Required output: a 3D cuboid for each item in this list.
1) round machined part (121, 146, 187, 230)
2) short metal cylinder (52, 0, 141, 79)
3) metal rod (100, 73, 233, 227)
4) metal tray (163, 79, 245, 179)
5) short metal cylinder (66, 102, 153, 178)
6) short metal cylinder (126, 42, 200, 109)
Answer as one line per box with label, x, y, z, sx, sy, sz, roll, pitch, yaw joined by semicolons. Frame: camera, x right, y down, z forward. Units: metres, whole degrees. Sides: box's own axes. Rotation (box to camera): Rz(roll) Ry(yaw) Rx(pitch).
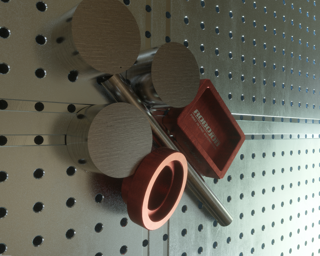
round machined part;-0.009;0.069;0.376;0.099;0.042;0.097;-34;133;-47
short metal cylinder;-0.068;-0.095;0.335;0.081;0.050;0.080;0;90;-40
metal rod;0.023;0.043;0.429;0.300;0.025;0.025;52;60;-27
metal tray;0.071;0.003;0.464;0.130;0.030;0.090;51;61;-28
short metal cylinder;-0.056;0.013;0.346;0.081;0.050;0.080;0;90;-40
short metal cylinder;0.005;-0.065;0.396;0.081;0.050;0.080;0;90;-40
